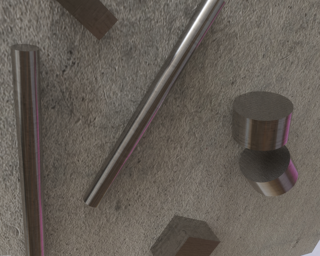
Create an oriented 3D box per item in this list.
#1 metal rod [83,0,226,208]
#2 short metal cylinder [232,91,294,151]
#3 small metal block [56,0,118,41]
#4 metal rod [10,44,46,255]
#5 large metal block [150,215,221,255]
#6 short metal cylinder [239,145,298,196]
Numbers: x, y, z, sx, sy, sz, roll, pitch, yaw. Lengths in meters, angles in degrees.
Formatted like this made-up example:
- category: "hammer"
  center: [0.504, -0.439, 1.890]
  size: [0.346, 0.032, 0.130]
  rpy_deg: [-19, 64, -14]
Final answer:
- category: "metal rod"
  center: [-0.014, -0.024, 0.383]
  size: [0.025, 0.025, 0.299]
  rpy_deg: [23, 106, -37]
- category: "short metal cylinder"
  center: [0.145, -0.012, 0.443]
  size: [0.081, 0.080, 0.050]
  rpy_deg: [-19, 126, -17]
- category: "small metal block"
  center: [-0.072, -0.112, 0.282]
  size: [0.025, 0.050, 0.050]
  rpy_deg: [-47, 129, 4]
- category: "metal rod"
  center: [-0.149, 0.055, 0.359]
  size: [0.025, 0.025, 0.298]
  rpy_deg: [-5, 121, -26]
- category: "large metal block"
  center: [0.044, 0.206, 0.542]
  size: [0.080, 0.050, 0.080]
  rpy_deg: [24, 106, -37]
- category: "short metal cylinder"
  center: [0.178, 0.065, 0.509]
  size: [0.080, 0.080, 0.050]
  rpy_deg: [-42, 130, 0]
